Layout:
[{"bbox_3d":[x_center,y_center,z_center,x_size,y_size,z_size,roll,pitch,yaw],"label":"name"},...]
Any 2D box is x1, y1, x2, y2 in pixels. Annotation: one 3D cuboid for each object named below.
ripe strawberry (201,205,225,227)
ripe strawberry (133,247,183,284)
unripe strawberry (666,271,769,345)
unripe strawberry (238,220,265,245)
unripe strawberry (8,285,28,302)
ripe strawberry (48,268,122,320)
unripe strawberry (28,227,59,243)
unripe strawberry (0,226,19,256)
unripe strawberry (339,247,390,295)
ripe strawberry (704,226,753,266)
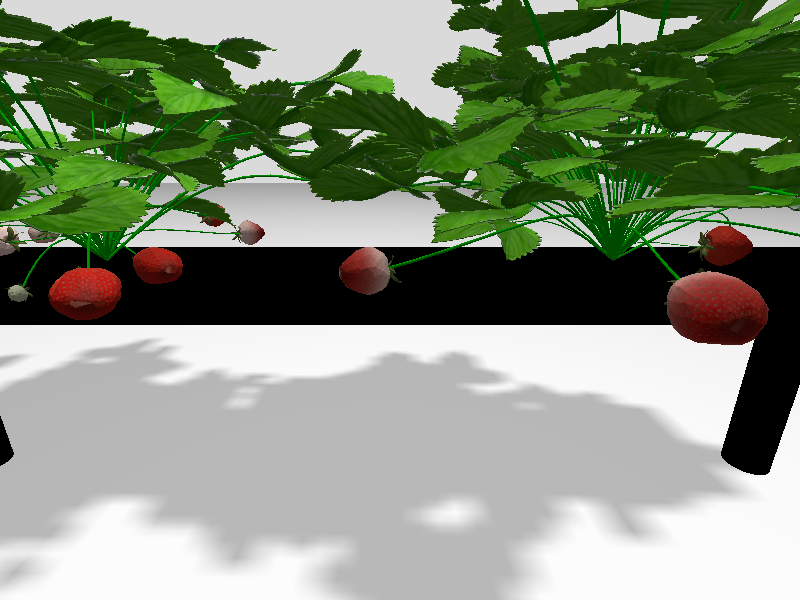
[{"bbox_3d":[-0.267,-0.123,0.576,0.033,0.035,0.036,0,17,-2],"label":"ripe strawberry"},{"bbox_3d":[-0.164,-0.023,0.274,0.030,0.025,0.030,15,23,38],"label":"ripe strawberry"},{"bbox_3d":[0.140,0.005,0.176,0.037,0.032,0.037,5,19,14],"label":"unripe strawberry"},{"bbox_3d":[-0.159,-0.073,0.432,0.027,0.026,0.025,-14,22,-37],"label":"unripe strawberry"},{"bbox_3d":[-0.232,-0.004,0.242,0.009,0.010,0.010,-4,19,-13],"label":"unripe strawberry"},{"bbox_3d":[-0.162,-0.002,0.207,0.031,0.028,0.028,-11,22,-31],"label":"ripe strawberry"},{"bbox_3d":[-0.386,-0.073,0.433,0.026,0.022,0.026,-3,13,36],"label":"unripe strawberry"},{"bbox_3d":[-0.368,-0.054,0.362,0.033,0.029,0.033,1,18,6],"label":"unripe strawberry"},{"bbox_3d":[-0.023,-0.018,0.256,0.032,0.031,0.030,-9,20,-24],"label":"unripe strawberry"},{"bbox_3d":[0.276,-0.045,0.336,0.034,0.033,0.032,4,18,10],"label":"ripe strawberry"}]
